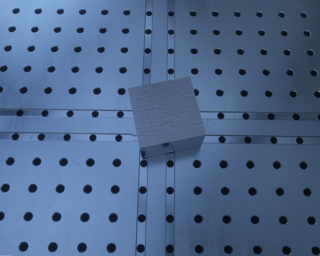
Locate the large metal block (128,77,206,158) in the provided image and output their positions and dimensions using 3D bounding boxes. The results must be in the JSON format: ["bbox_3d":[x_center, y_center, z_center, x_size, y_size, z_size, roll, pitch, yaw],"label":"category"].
[{"bbox_3d":[0.007,-0.013,0.402,0.080,0.050,0.080,-11,71,-4],"label":"large metal block"}]
